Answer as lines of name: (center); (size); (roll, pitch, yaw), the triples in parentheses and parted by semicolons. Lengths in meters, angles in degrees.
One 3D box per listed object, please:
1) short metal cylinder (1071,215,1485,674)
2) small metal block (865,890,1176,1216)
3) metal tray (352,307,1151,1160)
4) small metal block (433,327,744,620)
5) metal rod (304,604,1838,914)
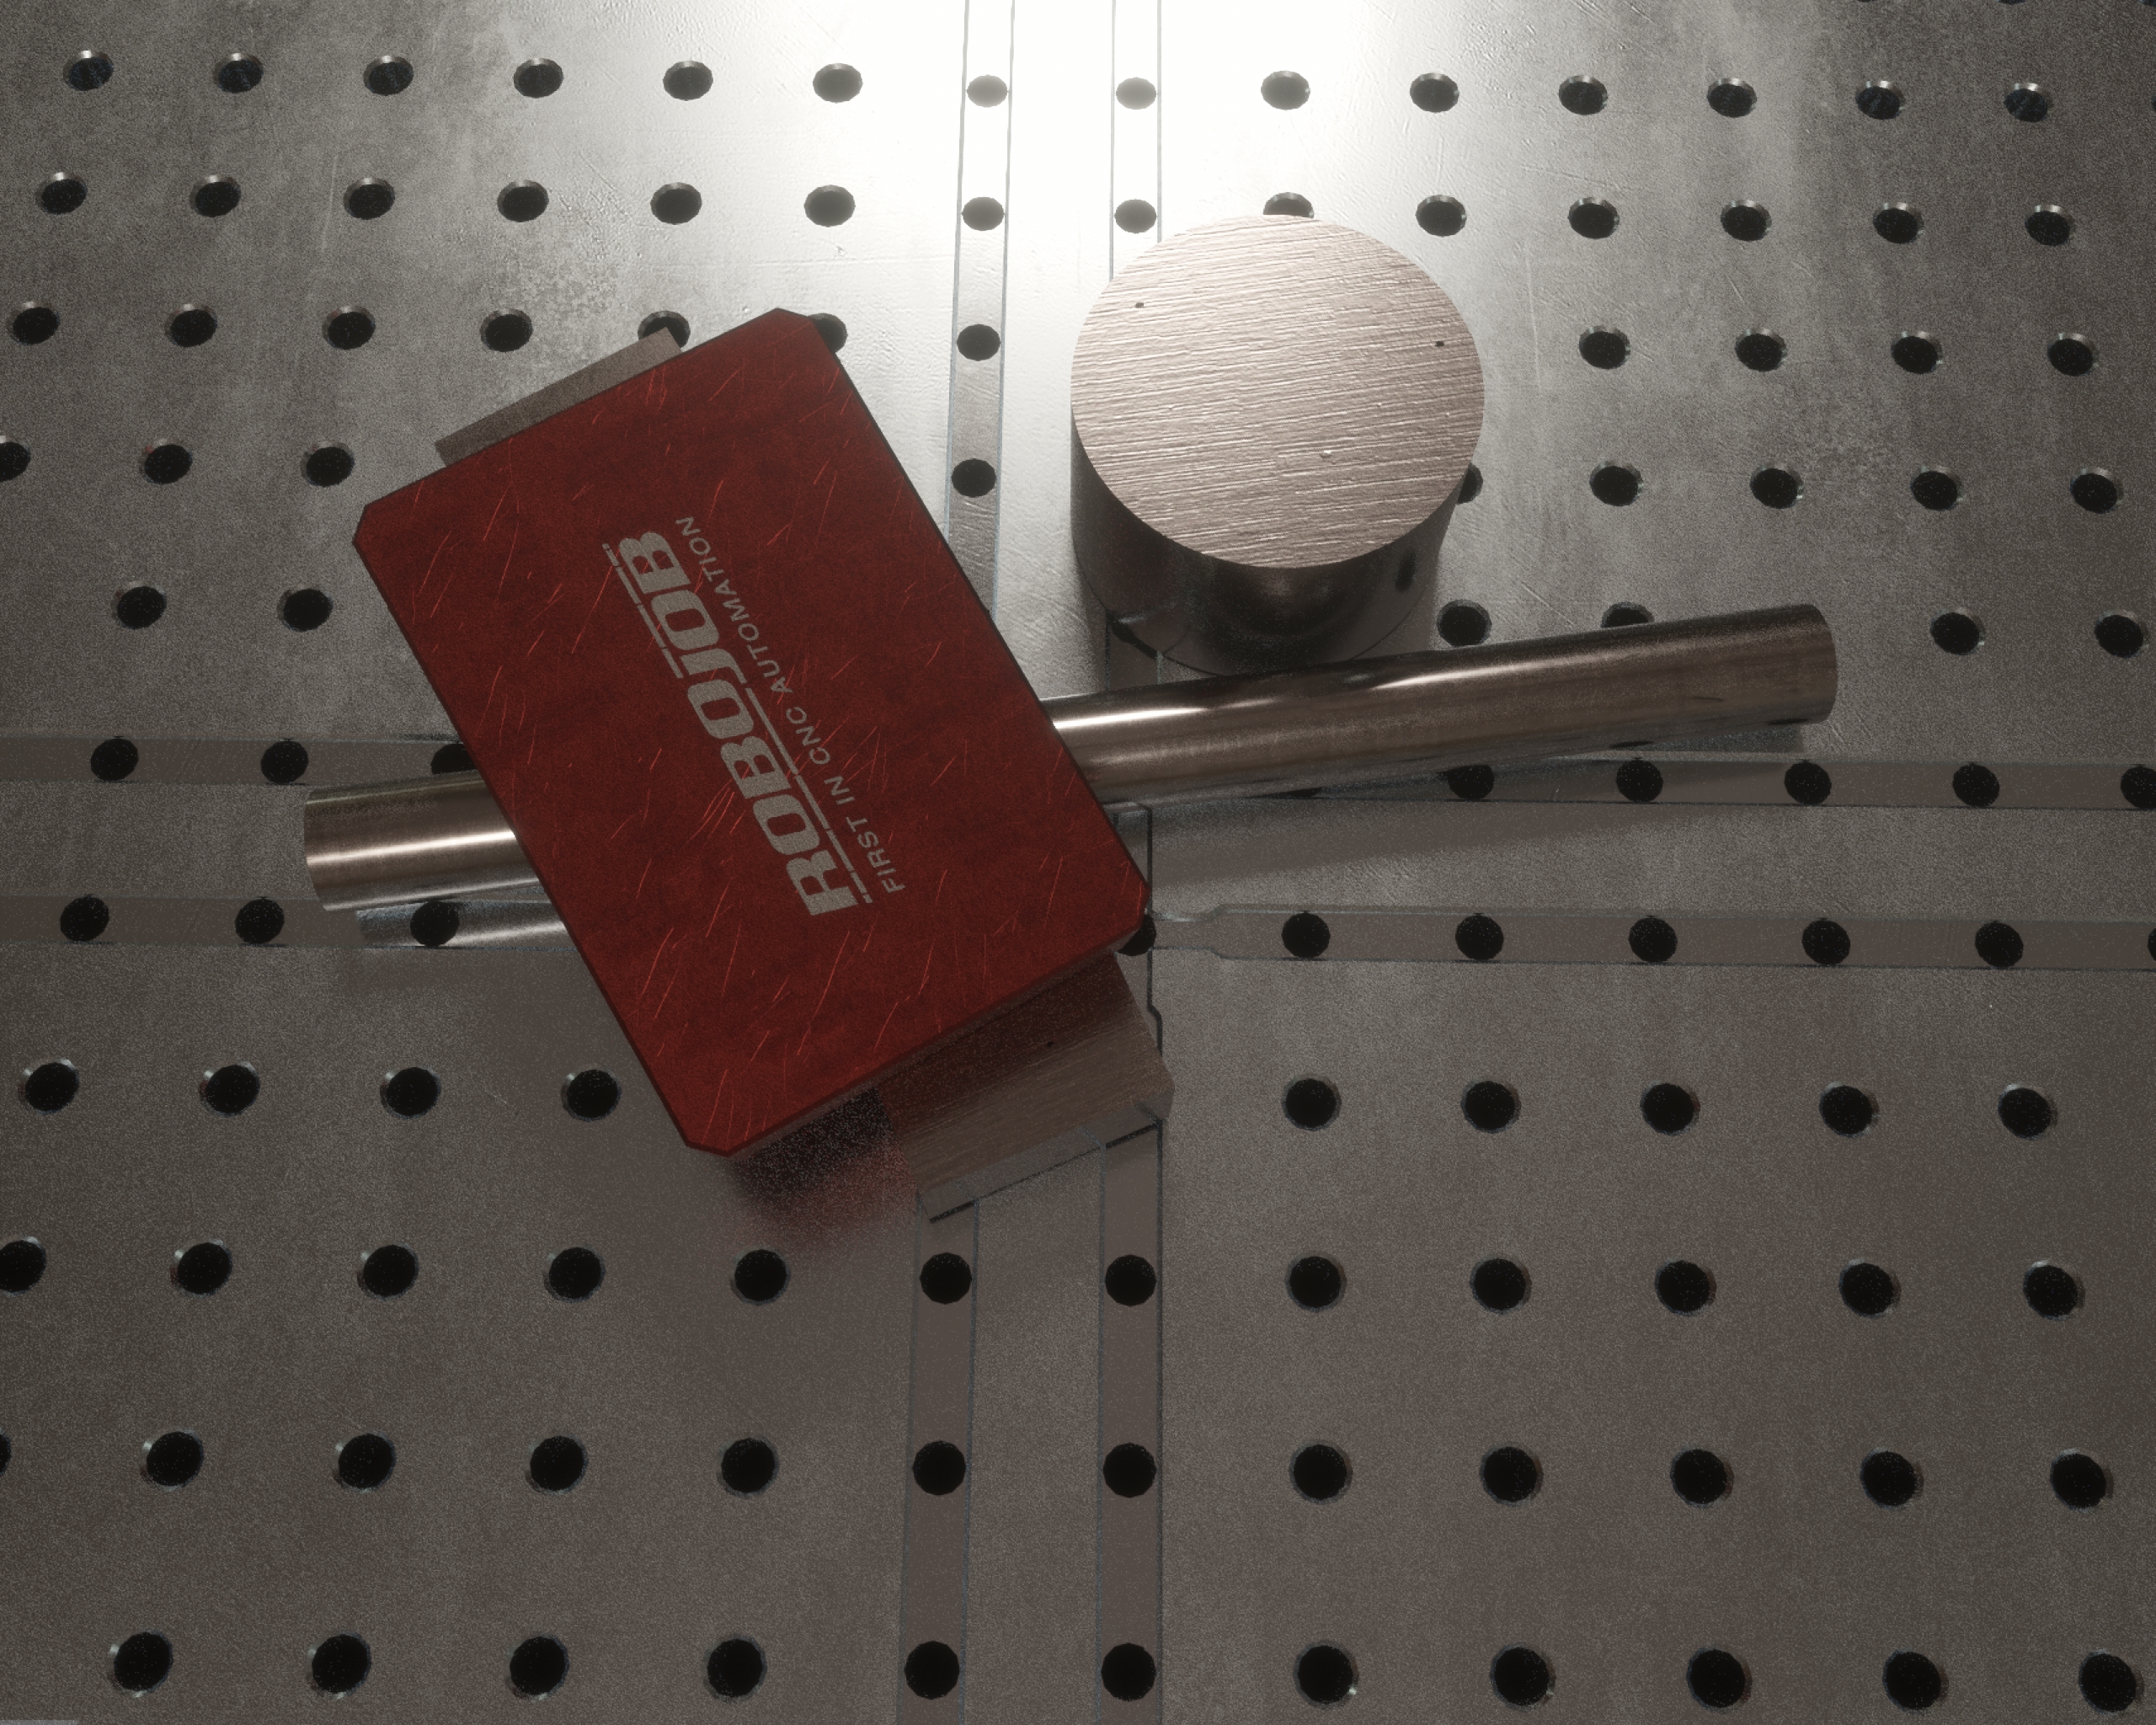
short metal cylinder: (0.039, -0.084, 0.429); (0.081, 0.050, 0.080); (0, 70, 0)
small metal block: (-0.015, 0.033, 0.398); (0.050, 0.025, 0.050); (-22, 72, -8)
metal tray: (-0.058, -0.023, 0.376); (0.090, 0.030, 0.130); (-29, 84, -10)
small metal block: (-0.096, -0.074, 0.424); (0.050, 0.050, 0.025); (-30, 73, -11)
metal rod: (0.001, -0.022, 0.420); (0.302, 0.025, 0.025); (-7, 70, -3)
